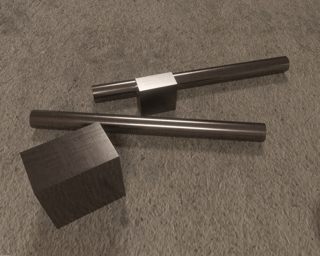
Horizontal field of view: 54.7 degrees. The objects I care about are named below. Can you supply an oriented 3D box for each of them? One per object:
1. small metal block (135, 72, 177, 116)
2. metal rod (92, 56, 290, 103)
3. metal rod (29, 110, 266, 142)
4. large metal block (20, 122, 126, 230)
[{"bbox_3d":[-0.005,-0.046,0.425,0.050,0.050,0.025,-12,51,-11],"label":"small metal block"},{"bbox_3d":[0.051,-0.075,0.466,0.302,0.025,0.025,-10,51,-9],"label":"metal rod"},{"bbox_3d":[-0.017,-0.003,0.405,0.302,0.025,0.025,3,50,2],"label":"metal rod"},{"bbox_3d":[-0.086,0.050,0.324,0.081,0.080,0.050,-24,54,-19],"label":"large metal block"}]
